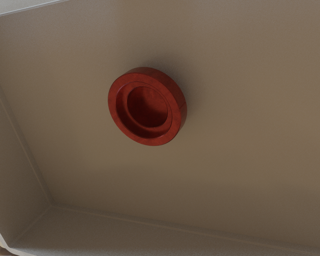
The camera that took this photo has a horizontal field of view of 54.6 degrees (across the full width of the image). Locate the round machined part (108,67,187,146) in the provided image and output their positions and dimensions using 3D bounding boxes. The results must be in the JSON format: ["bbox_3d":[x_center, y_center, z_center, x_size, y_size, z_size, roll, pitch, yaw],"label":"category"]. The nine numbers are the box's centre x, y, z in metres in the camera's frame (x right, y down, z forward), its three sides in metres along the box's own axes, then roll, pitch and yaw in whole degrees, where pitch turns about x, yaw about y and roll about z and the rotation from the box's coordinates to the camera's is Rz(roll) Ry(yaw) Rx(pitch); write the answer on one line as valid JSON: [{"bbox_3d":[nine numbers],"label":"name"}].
[{"bbox_3d":[-0.012,-0.030,0.386,0.098,0.042,0.097,13,124,21],"label":"round machined part"}]
